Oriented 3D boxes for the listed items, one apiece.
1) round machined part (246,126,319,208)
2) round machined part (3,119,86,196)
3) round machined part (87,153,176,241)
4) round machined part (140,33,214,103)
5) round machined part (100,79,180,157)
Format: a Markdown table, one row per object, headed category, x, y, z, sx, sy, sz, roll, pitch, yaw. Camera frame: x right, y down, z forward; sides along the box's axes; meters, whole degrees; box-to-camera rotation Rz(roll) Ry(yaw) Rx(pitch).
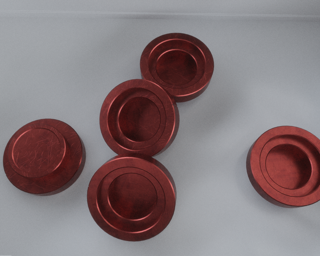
| category | x | y | z | sx | sy | sz | roll | pitch | yaw |
| --- | --- | --- | --- | --- | --- | --- | --- | --- | --- |
| round machined part | 0.156 | 0.050 | 0.384 | 0.099 | 0.042 | 0.098 | 0 | 70 | -1 |
| round machined part | -0.147 | 0.033 | 0.387 | 0.099 | 0.042 | 0.098 | 0 | 70 | -1 |
| round machined part | -0.030 | 0.076 | 0.358 | 0.099 | 0.042 | 0.097 | 1 | 99 | 6 |
| round machined part | 0.022 | -0.079 | 0.430 | 0.099 | 0.042 | 0.098 | 0 | 70 | -1 |
| round machined part | -0.022 | -0.010 | 0.391 | 0.098 | 0.042 | 0.097 | -1 | 88 | 18 |
